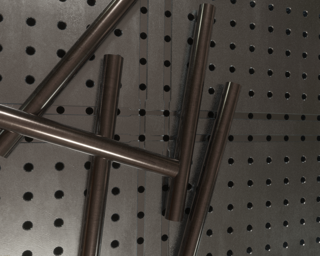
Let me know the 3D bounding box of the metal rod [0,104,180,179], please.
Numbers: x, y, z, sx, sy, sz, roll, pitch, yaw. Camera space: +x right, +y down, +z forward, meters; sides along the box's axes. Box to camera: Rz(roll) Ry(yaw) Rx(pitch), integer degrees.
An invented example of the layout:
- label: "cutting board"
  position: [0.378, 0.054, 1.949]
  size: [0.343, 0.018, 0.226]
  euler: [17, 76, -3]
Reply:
- label: "metal rod"
  position: [-0.116, 0.005, 0.342]
  size: [0.302, 0.025, 0.025]
  euler: [19, 84, -19]

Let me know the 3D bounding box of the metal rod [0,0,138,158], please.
- label: "metal rod"
  position: [-0.096, -0.092, 0.377]
  size: [0.025, 0.025, 0.300]
  euler: [39, 77, -16]

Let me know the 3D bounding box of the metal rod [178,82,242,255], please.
- label: "metal rod"
  position: [0.066, 0.079, 0.438]
  size: [0.025, 0.025, 0.299]
  euler: [18, 84, -20]

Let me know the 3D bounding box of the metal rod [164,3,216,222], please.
- label: "metal rod"
  position: [0.042, -0.023, 0.429]
  size: [0.025, 0.025, 0.298]
  euler: [11, 86, -20]

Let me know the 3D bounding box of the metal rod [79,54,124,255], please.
- label: "metal rod"
  position: [-0.075, 0.058, 0.385]
  size: [0.025, 0.025, 0.298]
  euler: [7, 88, -20]
